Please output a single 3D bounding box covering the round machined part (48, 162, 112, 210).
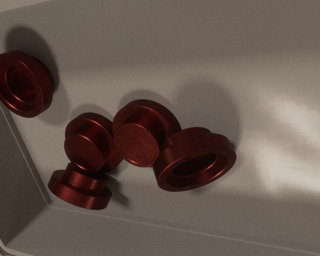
[{"bbox_3d":[-0.121,0.087,0.489,0.098,0.098,0.042,24,92,13],"label":"round machined part"}]

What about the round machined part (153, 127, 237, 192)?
[{"bbox_3d":[0.038,0.035,0.376,0.097,0.099,0.042,-53,44,39],"label":"round machined part"}]

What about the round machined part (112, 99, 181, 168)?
[{"bbox_3d":[-0.023,0.014,0.417,0.098,0.042,0.097,13,124,20],"label":"round machined part"}]

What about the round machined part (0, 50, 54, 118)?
[{"bbox_3d":[-0.198,-0.067,0.458,0.098,0.042,0.097,13,124,20],"label":"round machined part"}]

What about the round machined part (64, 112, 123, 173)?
[{"bbox_3d":[-0.104,0.029,0.468,0.098,0.042,0.097,13,124,20],"label":"round machined part"}]
